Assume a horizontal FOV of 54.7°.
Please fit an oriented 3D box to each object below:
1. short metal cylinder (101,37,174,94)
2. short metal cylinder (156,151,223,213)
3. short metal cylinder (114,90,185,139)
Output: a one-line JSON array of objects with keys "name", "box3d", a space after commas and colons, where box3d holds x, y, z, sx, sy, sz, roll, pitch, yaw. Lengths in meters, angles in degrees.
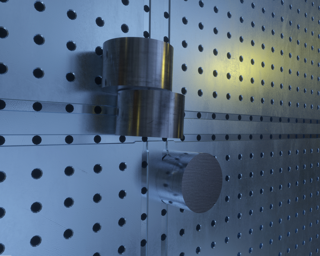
[{"name": "short metal cylinder", "box3d": [-0.025, -0.067, 0.354, 0.081, 0.080, 0.050, 3, 88, -40]}, {"name": "short metal cylinder", "box3d": [0.041, 0.073, 0.430, 0.081, 0.050, 0.079, 0, 90, -40]}, {"name": "short metal cylinder", "box3d": [-0.012, -0.014, 0.365, 0.081, 0.080, 0.050, 5, 87, -40]}]
